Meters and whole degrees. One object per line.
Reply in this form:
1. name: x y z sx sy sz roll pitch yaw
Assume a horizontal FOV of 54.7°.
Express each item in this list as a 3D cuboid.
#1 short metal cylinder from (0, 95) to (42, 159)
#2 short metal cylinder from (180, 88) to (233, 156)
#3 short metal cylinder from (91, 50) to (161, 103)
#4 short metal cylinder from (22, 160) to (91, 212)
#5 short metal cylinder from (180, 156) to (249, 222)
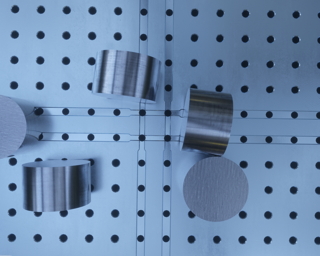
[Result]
1. short metal cylinder: -0.202 -0.002 0.398 0.081 0.050 0.079 0 90 -1
2. short metal cylinder: 0.056 -0.007 0.387 0.050 0.080 0.080 8 90 0
3. short metal cylinder: -0.041 -0.062 0.385 0.081 0.080 0.050 7 90 -1
4. short metal cylinder: -0.127 0.068 0.384 0.081 0.080 0.050 -1 90 -1
5. short metal cylinder: 0.068 0.074 0.402 0.081 0.050 0.079 0 90 -1
